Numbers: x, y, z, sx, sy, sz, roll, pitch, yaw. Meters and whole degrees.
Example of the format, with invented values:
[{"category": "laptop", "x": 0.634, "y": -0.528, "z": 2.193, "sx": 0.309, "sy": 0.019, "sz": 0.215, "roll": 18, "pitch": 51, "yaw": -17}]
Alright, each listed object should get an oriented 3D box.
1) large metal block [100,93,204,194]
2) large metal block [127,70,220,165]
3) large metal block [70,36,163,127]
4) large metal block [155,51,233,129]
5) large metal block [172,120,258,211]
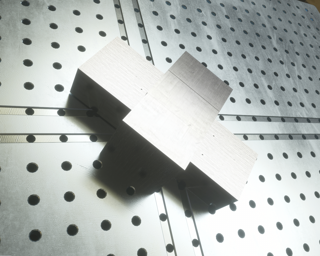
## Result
[{"category": "large metal block", "x": -0.011, "y": 0.021, "z": 0.356, "sx": 0.080, "sy": 0.080, "sz": 0.050, "roll": 39, "pitch": 51, "yaw": -2}, {"category": "large metal block", "x": 0.012, "y": -0.011, "z": 0.388, "sx": 0.080, "sy": 0.080, "sz": 0.050, "roll": 39, "pitch": 51, "yaw": -2}, {"category": "large metal block", "x": -0.053, "y": -0.057, "z": 0.396, "sx": 0.080, "sy": 0.050, "sz": 0.080, "roll": 38, "pitch": 52, "yaw": -3}, {"category": "large metal block", "x": 0.036, "y": -0.042, "z": 0.420, "sx": 0.080, "sy": 0.080, "sz": 0.050, "roll": 39, "pitch": 51, "yaw": -2}, {"category": "large metal block", "x": 0.070, "y": 0.046, "z": 0.403, "sx": 0.080, "sy": 0.050, "sz": 0.080, "roll": 39, "pitch": 52, "yaw": -2}]
